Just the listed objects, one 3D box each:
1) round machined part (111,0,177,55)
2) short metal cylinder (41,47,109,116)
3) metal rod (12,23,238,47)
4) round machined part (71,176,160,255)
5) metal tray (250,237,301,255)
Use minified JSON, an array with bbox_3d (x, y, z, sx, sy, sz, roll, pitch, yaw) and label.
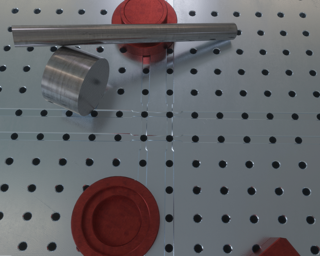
[{"bbox_3d":[-0.023,-0.161,0.461,0.099,0.042,0.098,0,70,0],"label":"round machined part"},{"bbox_3d":[-0.108,-0.062,0.404,0.050,0.080,0.080,22,72,8],"label":"short metal cylinder"},{"bbox_3d":[-0.030,-0.126,0.413,0.303,0.025,0.025,-8,70,-21],"label":"metal rod"},{"bbox_3d":[-0.049,0.108,0.363,0.099,0.042,0.098,0,70,0],"label":"round machined part"},{"bbox_3d":[0.114,0.196,0.339,0.131,0.030,0.090,-35,74,-12],"label":"metal tray"}]
